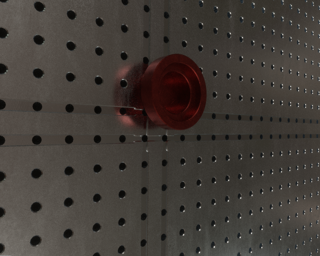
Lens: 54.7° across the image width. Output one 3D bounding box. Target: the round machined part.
[{"bbox_3d":[0.014,-0.046,0.411,0.099,0.042,0.097,0,90,-40],"label":"round machined part"}]
